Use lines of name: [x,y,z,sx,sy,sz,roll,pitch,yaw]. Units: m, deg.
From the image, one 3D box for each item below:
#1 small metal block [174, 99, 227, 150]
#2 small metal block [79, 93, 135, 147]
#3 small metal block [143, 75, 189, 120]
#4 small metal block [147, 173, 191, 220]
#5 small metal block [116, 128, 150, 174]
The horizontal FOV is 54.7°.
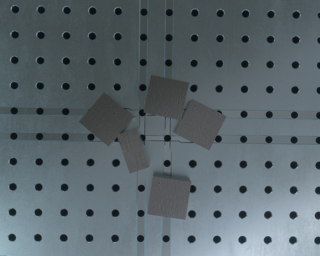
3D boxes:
small metal block: [0.053,-0.004,0.414,0.050,0.025,0.050,27,90,-1]
small metal block: [-0.070,-0.011,0.412,0.050,0.025,0.050,40,90,0]
small metal block: [0.008,-0.040,0.414,0.050,0.025,0.050,12,90,-1]
small metal block: [0.012,0.091,0.414,0.050,0.025,0.050,9,90,-1]
small metal block: [-0.033,0.028,0.401,0.025,0.050,0.050,-19,91,0]
